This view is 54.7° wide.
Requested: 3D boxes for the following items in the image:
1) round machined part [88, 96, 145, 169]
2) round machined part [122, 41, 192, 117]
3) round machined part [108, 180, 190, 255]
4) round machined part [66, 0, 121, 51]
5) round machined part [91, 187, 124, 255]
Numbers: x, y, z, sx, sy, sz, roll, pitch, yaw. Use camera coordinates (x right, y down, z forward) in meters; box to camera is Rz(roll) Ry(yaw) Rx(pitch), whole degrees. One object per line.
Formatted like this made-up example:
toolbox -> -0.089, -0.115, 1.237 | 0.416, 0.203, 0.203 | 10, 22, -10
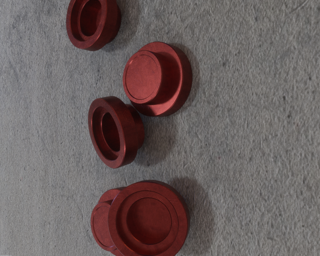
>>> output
round machined part -> -0.058, 0.003, 0.430 | 0.098, 0.042, 0.097 | 24, 121, 46
round machined part -> -0.010, -0.064, 0.403 | 0.098, 0.042, 0.097 | 0, 90, 40
round machined part -> -0.011, 0.114, 0.387 | 0.098, 0.042, 0.097 | -1, 86, 12
round machined part -> -0.098, -0.167, 0.475 | 0.098, 0.042, 0.097 | 0, 90, 40
round machined part -> -0.062, 0.137, 0.445 | 0.098, 0.042, 0.097 | 0, 90, 40
